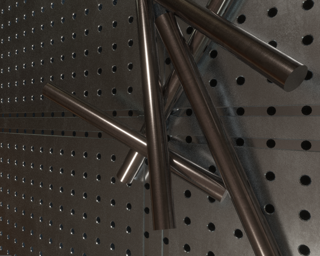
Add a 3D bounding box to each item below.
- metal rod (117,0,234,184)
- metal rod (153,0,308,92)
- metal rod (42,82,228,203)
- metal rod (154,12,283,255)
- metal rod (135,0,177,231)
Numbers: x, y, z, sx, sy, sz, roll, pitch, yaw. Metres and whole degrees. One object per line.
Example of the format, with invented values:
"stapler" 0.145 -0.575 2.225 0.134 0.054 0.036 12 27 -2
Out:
"metal rod" 0.016 -0.049 0.394 0.025 0.025 0.298 43 116 31
"metal rod" 0.035 -0.129 0.346 0.300 0.025 0.025 50 120 39
"metal rod" -0.047 0.008 0.407 0.300 0.025 0.025 28 108 24
"metal rod" 0.061 0.009 0.337 0.025 0.025 0.299 -29 78 36
"metal rod" -0.008 -0.033 0.378 0.025 0.025 0.299 -21 66 38
